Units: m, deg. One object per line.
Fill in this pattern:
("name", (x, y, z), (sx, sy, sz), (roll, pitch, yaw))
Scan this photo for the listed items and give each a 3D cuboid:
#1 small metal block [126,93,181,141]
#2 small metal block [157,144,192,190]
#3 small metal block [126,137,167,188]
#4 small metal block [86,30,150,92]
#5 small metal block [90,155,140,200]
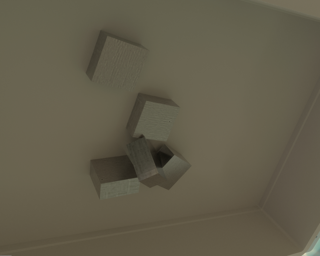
("small metal block", (-0.009, -0.013, 0.395), (0.050, 0.025, 0.050), (9, 114, -32))
("small metal block", (0.010, 0.057, 0.444), (0.050, 0.025, 0.050), (-48, 139, 5))
("small metal block", (-0.016, 0.045, 0.398), (0.025, 0.050, 0.050), (-24, 156, 5))
("small metal block", (-0.046, -0.072, 0.339), (0.050, 0.025, 0.050), (11, 113, -33))
("small metal block", (-0.059, 0.062, 0.399), (0.050, 0.050, 0.025), (-6, 121, -26))
